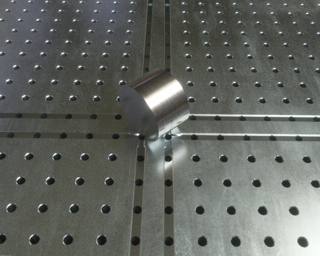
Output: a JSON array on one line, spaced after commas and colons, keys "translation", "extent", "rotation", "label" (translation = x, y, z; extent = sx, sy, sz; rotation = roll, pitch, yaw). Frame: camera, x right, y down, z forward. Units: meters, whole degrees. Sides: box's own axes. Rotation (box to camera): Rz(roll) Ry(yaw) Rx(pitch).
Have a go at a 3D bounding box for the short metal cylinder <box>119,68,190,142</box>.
[{"translation": [-0.008, -0.030, 0.396], "extent": [0.050, 0.080, 0.080], "rotation": [-33, 58, -25], "label": "short metal cylinder"}]
